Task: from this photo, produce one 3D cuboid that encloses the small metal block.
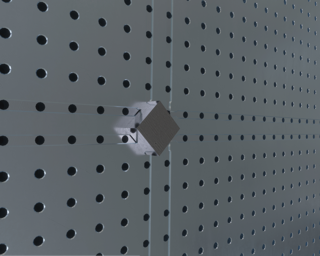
[{"bbox_3d":[-0.008,0.000,0.401,0.050,0.025,0.050,-52,120,-27],"label":"small metal block"}]
